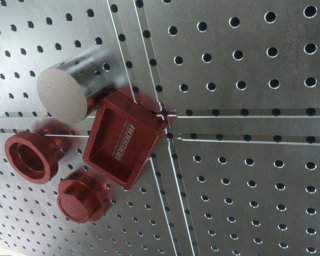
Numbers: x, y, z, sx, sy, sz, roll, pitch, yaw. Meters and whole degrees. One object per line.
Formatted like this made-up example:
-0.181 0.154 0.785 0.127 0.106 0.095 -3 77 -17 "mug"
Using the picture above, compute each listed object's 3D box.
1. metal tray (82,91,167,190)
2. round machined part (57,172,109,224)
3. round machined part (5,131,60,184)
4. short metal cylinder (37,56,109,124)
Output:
-0.055 0.022 0.448 0.090 0.030 0.129 32 128 7 "metal tray"
-0.144 0.131 0.555 0.098 0.042 0.097 13 124 20 "round machined part"
-0.217 0.047 0.540 0.098 0.042 0.097 13 124 20 "round machined part"
-0.118 -0.052 0.423 0.080 0.050 0.079 13 124 20 "short metal cylinder"
